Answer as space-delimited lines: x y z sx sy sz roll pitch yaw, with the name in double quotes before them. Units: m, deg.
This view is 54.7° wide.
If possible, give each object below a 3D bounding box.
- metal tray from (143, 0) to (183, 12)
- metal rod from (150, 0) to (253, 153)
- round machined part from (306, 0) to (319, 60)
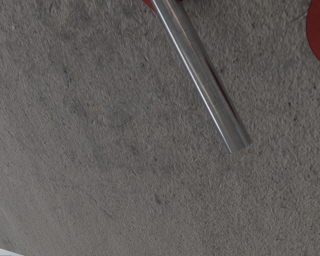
"metal tray" -0.014 -0.178 0.279 0.130 0.030 0.090 37 131 -17
"metal rod" 0.008 -0.115 0.291 0.025 0.025 0.299 -26 92 37
"round machined part" 0.172 -0.092 0.248 0.098 0.042 0.097 13 124 21
